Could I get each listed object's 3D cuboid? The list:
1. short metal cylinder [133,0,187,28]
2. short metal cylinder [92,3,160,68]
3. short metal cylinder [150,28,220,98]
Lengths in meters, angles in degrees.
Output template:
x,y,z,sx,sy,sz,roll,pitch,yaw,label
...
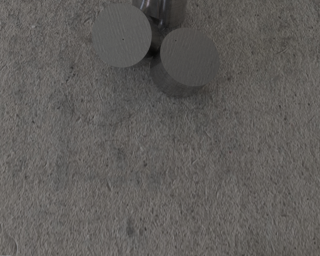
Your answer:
x,y,z,sx,sy,sz,roll,pitch,yaw,label
0.000,-0.191,0.452,0.081,0.050,0.080,4,52,-4,short metal cylinder
-0.044,-0.122,0.421,0.080,0.050,0.079,2,101,12,short metal cylinder
0.032,-0.085,0.414,0.081,0.050,0.080,4,77,-16,short metal cylinder
